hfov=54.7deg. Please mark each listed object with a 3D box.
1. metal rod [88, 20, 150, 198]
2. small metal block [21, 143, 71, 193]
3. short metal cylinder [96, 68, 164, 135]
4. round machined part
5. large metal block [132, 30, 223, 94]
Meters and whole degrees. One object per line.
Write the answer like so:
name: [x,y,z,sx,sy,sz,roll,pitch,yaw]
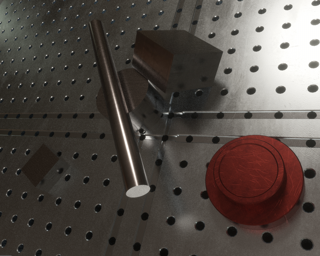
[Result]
metal rod: [-0.062,-0.049,0.404,0.025,0.025,0.299,-27,53,11]
small metal block: [-0.170,0.059,0.459,0.050,0.025,0.050,32,79,37]
short metal cylinder: [-0.041,-0.037,0.435,0.080,0.050,0.080,-13,57,20]
round machined part: [0.094,0.050,0.317,0.098,0.042,0.098,-13,56,20]
large metal block: [0.021,-0.091,0.410,0.081,0.050,0.080,-13,41,-34]
